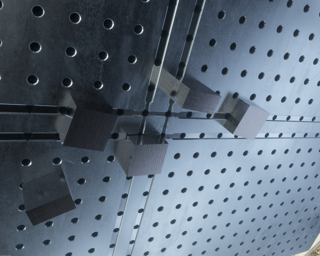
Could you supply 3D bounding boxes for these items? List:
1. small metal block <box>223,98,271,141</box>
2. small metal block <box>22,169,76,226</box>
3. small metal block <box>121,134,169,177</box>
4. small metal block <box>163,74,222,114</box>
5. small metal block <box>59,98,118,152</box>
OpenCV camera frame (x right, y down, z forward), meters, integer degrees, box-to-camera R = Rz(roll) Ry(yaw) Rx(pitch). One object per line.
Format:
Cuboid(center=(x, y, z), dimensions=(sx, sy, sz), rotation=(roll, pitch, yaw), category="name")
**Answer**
Cuboid(center=(0.134, -0.012, 0.480), dimensions=(0.050, 0.025, 0.050), rotation=(15, 111, -35), category="small metal block")
Cuboid(center=(-0.134, 0.082, 0.373), dimensions=(0.050, 0.050, 0.025), rotation=(-20, 127, -17), category="small metal block")
Cuboid(center=(-0.021, 0.037, 0.424), dimensions=(0.050, 0.025, 0.050), rotation=(-1, 119, -29), category="small metal block")
Cuboid(center=(0.040, -0.043, 0.392), dimensions=(0.050, 0.050, 0.025), rotation=(9, 114, -33), category="small metal block")
Cuboid(center=(-0.085, -0.003, 0.364), dimensions=(0.050, 0.025, 0.050), rotation=(12, 112, -34), category="small metal block")
